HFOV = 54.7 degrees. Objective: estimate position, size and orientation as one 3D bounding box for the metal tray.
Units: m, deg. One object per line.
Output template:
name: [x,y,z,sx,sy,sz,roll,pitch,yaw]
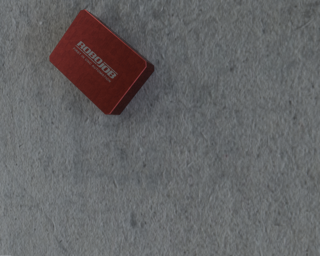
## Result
metal tray: [-0.084,-0.091,0.435,0.130,0.030,0.090,43,103,14]
